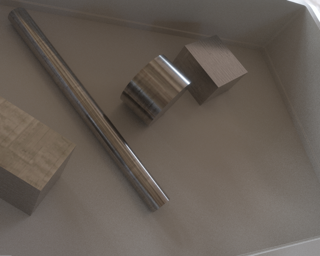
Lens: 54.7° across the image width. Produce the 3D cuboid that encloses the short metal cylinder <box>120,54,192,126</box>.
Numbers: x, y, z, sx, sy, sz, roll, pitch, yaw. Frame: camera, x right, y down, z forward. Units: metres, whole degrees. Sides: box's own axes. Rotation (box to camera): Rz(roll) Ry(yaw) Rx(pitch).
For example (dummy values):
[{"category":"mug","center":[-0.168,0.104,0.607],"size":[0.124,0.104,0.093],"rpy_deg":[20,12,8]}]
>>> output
[{"category":"short metal cylinder","center":[-0.004,-0.048,0.398],"size":[0.050,0.080,0.080],"rpy_deg":[45,51,2]}]

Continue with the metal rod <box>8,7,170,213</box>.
[{"category":"metal rod","center":[-0.090,-0.028,0.374],"size":[0.025,0.025,0.300],"rpy_deg":[-32,80,-38]}]

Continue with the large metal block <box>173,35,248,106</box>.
[{"category":"large metal block","center":[0.077,-0.093,0.490],"size":[0.081,0.050,0.080],"rpy_deg":[-29,78,-38]}]

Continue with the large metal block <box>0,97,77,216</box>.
[{"category":"large metal block","center":[-0.133,0.028,0.282],"size":[0.080,0.080,0.050],"rpy_deg":[34,51,-6]}]
